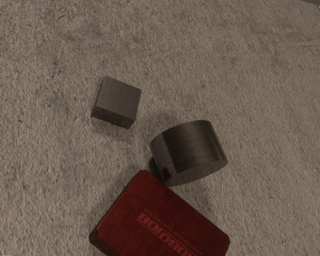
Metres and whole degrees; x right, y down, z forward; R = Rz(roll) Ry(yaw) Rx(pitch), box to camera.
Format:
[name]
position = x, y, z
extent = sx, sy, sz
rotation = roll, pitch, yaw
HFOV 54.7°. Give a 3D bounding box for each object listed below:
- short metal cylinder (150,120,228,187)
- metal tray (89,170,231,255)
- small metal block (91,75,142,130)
[short metal cylinder]
position = 0.033, 0.032, 0.369
extent = 0.081, 0.080, 0.050
rotation = -6, 65, -31
[metal tray]
position = 0.004, 0.119, 0.331
extent = 0.130, 0.030, 0.090
rotation = 39, 51, -2
[small metal block]
position = -0.055, -0.032, 0.395
extent = 0.050, 0.025, 0.050
rotation = 20, 54, -17
